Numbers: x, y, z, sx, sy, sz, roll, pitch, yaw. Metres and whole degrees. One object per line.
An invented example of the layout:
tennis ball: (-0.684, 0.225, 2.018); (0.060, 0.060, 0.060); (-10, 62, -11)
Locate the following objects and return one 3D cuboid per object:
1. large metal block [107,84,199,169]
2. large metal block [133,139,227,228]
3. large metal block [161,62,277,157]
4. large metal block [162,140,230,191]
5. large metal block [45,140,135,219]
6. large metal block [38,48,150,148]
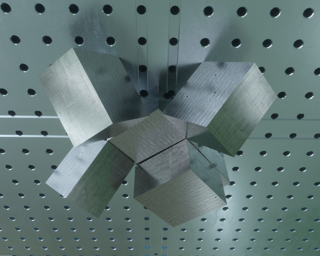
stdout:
large metal block: (-0.008, 0.005, 0.399); (0.080, 0.050, 0.080); (-31, 124, 23)
large metal block: (0.025, 0.072, 0.389); (0.080, 0.050, 0.080); (-31, 125, 22)
large metal block: (0.062, -0.024, 0.335); (0.050, 0.080, 0.080); (45, 77, -30)
large metal block: (0.041, 0.055, 0.441); (0.080, 0.050, 0.080); (-30, 123, 22)
large metal block: (-0.092, 0.060, 0.405); (0.050, 0.080, 0.080); (45, 159, -30)
large metal block: (-0.065, -0.032, 0.327); (0.050, 0.080, 0.080); (-31, 85, 23)
